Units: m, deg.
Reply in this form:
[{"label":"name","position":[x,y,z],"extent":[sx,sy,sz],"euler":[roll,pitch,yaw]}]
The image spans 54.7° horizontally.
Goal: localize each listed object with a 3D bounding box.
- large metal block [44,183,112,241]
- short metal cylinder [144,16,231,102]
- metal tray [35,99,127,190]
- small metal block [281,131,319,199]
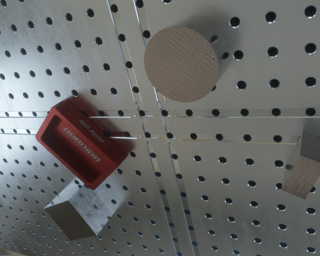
[{"label":"large metal block","position":[-0.149,0.154,0.566],"extent":[0.080,0.050,0.080],"euler":[-24,106,36]},{"label":"short metal cylinder","position":[0.030,-0.074,0.332],"extent":[0.080,0.050,0.079],"euler":[13,124,20]},{"label":"metal tray","position":[-0.127,0.029,0.490],"extent":[0.130,0.030,0.090],"euler":[43,129,-2]},{"label":"small metal block","position":[0.157,0.040,0.337],"extent":[0.025,0.050,0.050],"euler":[21,126,15]}]
